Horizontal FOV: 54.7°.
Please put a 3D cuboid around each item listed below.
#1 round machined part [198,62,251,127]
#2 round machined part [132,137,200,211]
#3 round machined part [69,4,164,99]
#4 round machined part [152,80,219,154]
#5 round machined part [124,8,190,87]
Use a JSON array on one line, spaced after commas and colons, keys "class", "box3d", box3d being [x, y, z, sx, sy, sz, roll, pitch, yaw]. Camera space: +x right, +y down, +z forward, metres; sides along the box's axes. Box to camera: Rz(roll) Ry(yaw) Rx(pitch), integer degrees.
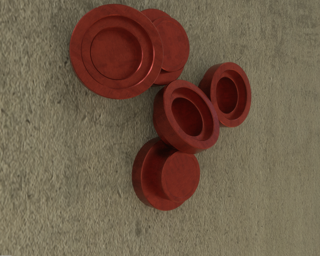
[{"class": "round machined part", "box3d": [0.095, -0.050, 0.477, 0.099, 0.042, 0.097, 0, 90, -40]}, {"class": "round machined part", "box3d": [0.015, 0.061, 0.409, 0.099, 0.042, 0.097, 0, 90, -40]}, {"class": "round machined part", "box3d": [-0.049, -0.081, 0.341, 0.099, 0.042, 0.097, -3, 98, -19]}, {"class": "round machined part", "box3d": [0.029, -0.011, 0.408, 0.099, 0.042, 0.098, 22, 53, -33]}, {"class": "round machined part", "box3d": [0.000, -0.103, 0.396, 0.099, 0.042, 0.097, 0, 90, -40]}]
